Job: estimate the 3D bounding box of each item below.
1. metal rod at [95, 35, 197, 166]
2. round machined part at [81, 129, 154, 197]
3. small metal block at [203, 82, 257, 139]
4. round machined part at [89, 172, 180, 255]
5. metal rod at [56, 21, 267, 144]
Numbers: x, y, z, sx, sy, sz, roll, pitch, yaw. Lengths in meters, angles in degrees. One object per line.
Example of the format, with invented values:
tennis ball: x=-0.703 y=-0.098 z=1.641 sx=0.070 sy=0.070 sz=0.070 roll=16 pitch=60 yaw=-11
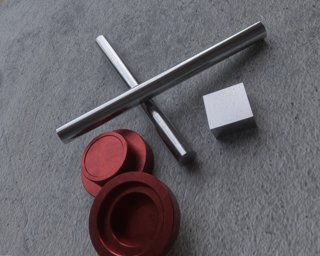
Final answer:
metal rod: x=-0.035 y=-0.059 z=0.458 sx=0.025 sy=0.025 sz=0.300 roll=-38 pitch=51 yaw=3
round machined part: x=-0.061 y=0.043 z=0.398 sx=0.098 sy=0.042 sz=0.098 roll=-13 pitch=56 yaw=21
small metal block: x=0.083 y=-0.020 z=0.373 sx=0.050 sy=0.025 sz=0.050 roll=-18 pitch=55 yaw=17
round machined part: x=-0.024 y=0.100 z=0.339 sx=0.098 sy=0.042 sz=0.098 roll=-8 pitch=65 yaw=19
metal rod: x=0.003 y=-0.060 z=0.411 sx=0.301 sy=0.025 sz=0.025 roll=-28 pitch=52 yaw=-1
